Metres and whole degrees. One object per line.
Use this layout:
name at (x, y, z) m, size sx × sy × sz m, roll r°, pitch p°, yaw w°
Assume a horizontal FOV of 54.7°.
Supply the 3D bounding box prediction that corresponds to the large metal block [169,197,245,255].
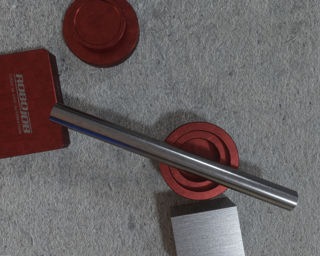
large metal block at (0.059, 0.140, 0.398) m, size 0.080 × 0.050 × 0.080 m, roll -10°, pitch 90°, yaw -1°

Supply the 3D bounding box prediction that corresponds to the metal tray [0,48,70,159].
metal tray at (-0.176, -0.031, 0.405) m, size 0.091 × 0.030 × 0.129 m, roll -10°, pitch 90°, yaw -1°

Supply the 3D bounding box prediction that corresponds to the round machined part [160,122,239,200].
round machined part at (0.049, 0.041, 0.402) m, size 0.099 × 0.042 × 0.097 m, roll 0°, pitch 90°, yaw -1°

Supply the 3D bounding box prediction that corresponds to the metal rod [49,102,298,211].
metal rod at (0.017, 0.034, 0.368) m, size 0.301 × 0.025 × 0.025 m, roll 21°, pitch 90°, yaw -1°

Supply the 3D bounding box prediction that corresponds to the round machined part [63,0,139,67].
round machined part at (-0.077, -0.130, 0.400) m, size 0.099 × 0.042 × 0.097 m, roll 0°, pitch 90°, yaw -1°
